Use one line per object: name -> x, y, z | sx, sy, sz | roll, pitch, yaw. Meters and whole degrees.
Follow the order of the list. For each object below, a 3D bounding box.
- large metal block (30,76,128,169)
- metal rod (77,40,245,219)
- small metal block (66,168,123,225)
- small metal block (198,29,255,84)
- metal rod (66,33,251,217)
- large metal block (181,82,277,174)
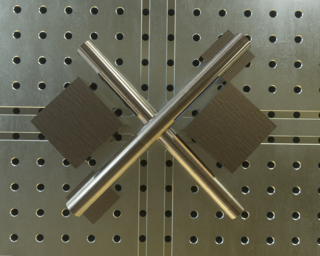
large metal block -> -0.101, -0.006, 0.400 | 0.080, 0.050, 0.080 | -43, 90, 0
metal rod -> 0.001, 0.002, 0.412 | 0.025, 0.025, 0.300 | -43, 90, 0
small metal block -> -0.086, 0.090, 0.413 | 0.050, 0.025, 0.050 | 45, 90, 0
small metal block -> 0.088, -0.093, 0.414 | 0.050, 0.025, 0.050 | -44, 90, 0
metal rod -> -0.001, -0.004, 0.388 | 0.300, 0.025, 0.025 | -45, 90, 0
large metal block -> 0.086, 0.000, 0.401 | 0.080, 0.050, 0.080 | 43, 90, 0
